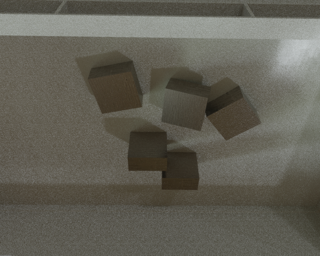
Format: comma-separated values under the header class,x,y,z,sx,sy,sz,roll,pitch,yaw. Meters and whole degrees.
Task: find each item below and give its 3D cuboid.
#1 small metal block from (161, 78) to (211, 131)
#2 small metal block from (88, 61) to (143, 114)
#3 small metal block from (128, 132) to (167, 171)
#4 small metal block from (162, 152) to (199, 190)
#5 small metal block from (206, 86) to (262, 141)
class,x,y,z,sx,sy,sz,roll,pitch,yaw
small metal block,0.031,-0.028,0.377,0.050,0.025,0.050,14,131,8
small metal block,-0.051,-0.048,0.368,0.050,0.025,0.050,-9,130,7
small metal block,-0.016,0.031,0.419,0.050,0.050,0.025,1,130,-1
small metal block,0.028,0.061,0.445,0.050,0.050,0.025,1,130,-1
small metal block,0.092,-0.018,0.395,0.050,0.025,0.050,-30,125,22
